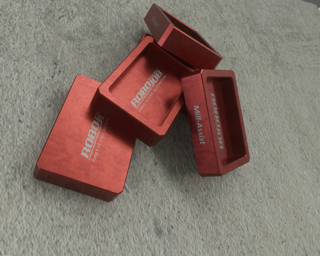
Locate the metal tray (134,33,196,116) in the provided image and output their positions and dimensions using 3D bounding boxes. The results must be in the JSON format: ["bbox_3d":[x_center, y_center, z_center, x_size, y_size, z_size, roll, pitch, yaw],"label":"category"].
[{"bbox_3d":[0.019,-0.075,0.460,0.131,0.030,0.090,24,53,-14],"label":"metal tray"}]

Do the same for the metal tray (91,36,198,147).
[{"bbox_3d":[-0.012,-0.051,0.389,0.090,0.030,0.130,36,51,-5],"label":"metal tray"}]

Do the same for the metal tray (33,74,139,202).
[{"bbox_3d":[-0.075,0.009,0.356,0.091,0.030,0.130,22,53,-15],"label":"metal tray"}]

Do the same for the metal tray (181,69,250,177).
[{"bbox_3d":[0.076,-0.010,0.407,0.091,0.030,0.129,-11,91,-50],"label":"metal tray"}]

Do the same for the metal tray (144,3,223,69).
[{"bbox_3d":[0.030,-0.134,0.458,0.090,0.030,0.130,24,25,-26],"label":"metal tray"}]
